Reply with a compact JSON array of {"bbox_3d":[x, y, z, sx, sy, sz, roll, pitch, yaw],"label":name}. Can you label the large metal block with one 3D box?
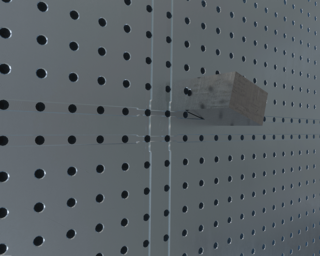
[{"bbox_3d":[0.097,-0.039,0.453,0.080,0.080,0.050,21,77,-38],"label":"large metal block"}]
